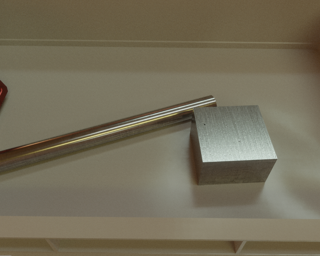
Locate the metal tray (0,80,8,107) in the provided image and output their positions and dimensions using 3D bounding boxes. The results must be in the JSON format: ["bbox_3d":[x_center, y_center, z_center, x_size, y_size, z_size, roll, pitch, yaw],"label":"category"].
[{"bbox_3d":[-0.256,-0.059,0.381,0.030,0.130,0.090,-11,49,14],"label":"metal tray"}]

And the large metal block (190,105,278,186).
[{"bbox_3d":[0.083,0.020,0.373,0.081,0.050,0.080,-2,50,-3],"label":"large metal block"}]

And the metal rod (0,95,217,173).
[{"bbox_3d":[-0.068,0.006,0.399,0.302,0.025,0.025,-16,52,-14],"label":"metal rod"}]
